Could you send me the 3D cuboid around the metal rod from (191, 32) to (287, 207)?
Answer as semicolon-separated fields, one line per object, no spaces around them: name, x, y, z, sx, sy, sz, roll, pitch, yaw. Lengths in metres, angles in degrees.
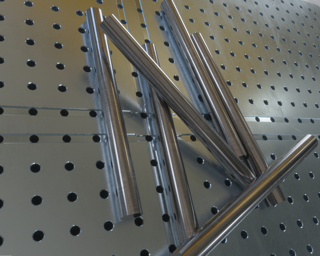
metal rod;0.112;-0.025;0.482;0.025;0.025;0.299;-9;66;-32

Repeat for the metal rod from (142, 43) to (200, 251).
metal rod;0.010;0.011;0.405;0.025;0.025;0.299;2;61;-27

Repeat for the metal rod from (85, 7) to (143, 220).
metal rod;-0.064;-0.037;0.395;0.025;0.025;0.299;0;62;-28

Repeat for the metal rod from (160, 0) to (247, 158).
metal rod;0.062;-0.087;0.494;0.025;0.025;0.299;-8;66;-31

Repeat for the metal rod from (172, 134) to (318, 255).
metal rod;0.128;0.077;0.395;0.302;0.025;0.025;-27;77;-37

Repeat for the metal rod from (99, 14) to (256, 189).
metal rod;0.031;-0.026;0.412;0.300;0.025;0.025;48;51;-6
